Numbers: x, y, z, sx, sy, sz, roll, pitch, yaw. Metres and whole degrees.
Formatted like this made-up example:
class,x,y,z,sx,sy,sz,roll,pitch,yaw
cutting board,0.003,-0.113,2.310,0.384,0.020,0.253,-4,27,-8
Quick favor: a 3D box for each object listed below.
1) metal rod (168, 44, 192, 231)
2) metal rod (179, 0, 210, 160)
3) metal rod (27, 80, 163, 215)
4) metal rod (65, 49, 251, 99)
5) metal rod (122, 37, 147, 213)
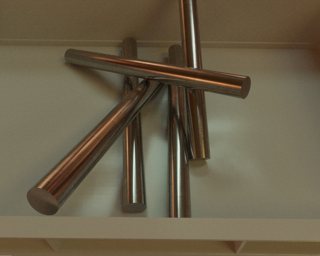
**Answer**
class,x,y,z,sx,sy,sz,roll,pitch,yaw
metal rod,0.023,-0.013,0.416,0.025,0.025,0.300,1,50,0
metal rod,0.042,-0.107,0.411,0.025,0.025,0.299,-2,77,-2
metal rod,-0.042,-0.015,0.348,0.025,0.025,0.301,14,30,11
metal rod,-0.026,-0.080,0.418,0.300,0.025,0.025,17,50,34
metal rod,-0.039,-0.029,0.428,0.025,0.025,0.300,-3,50,-3
